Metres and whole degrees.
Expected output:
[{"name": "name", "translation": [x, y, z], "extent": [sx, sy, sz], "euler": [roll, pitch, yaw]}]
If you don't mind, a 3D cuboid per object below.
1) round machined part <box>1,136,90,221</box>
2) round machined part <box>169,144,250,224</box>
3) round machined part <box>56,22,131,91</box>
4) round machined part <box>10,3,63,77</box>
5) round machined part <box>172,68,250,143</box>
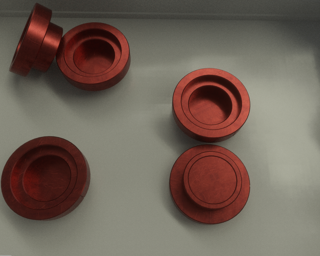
[{"name": "round machined part", "translation": [-0.134, 0.062, 0.377], "extent": [0.099, 0.042, 0.098], "euler": [0, 70, 0]}, {"name": "round machined part", "translation": [0.061, 0.066, 0.377], "extent": [0.099, 0.042, 0.098], "euler": [0, 70, 0]}, {"name": "round machined part", "translation": [-0.090, -0.095, 0.434], "extent": [0.099, 0.042, 0.098], "euler": [1, 70, -1]}, {"name": "round machined part", "translation": [-0.165, -0.114, 0.422], "extent": [0.042, 0.098, 0.098], "euler": [21, 67, -30]}, {"name": "round machined part", "translation": [0.065, -0.026, 0.411], "extent": [0.099, 0.042, 0.098], "euler": [0, 70, 0]}]
